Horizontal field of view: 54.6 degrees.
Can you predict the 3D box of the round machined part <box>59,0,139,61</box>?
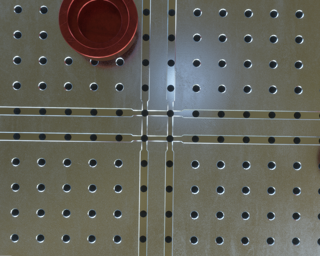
[{"bbox_3d":[-0.077,-0.136,0.404,0.099,0.042,0.097,0,90,0],"label":"round machined part"}]
